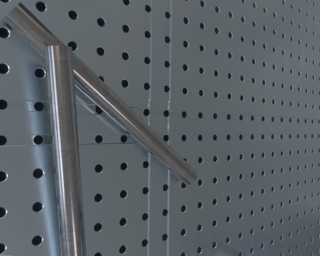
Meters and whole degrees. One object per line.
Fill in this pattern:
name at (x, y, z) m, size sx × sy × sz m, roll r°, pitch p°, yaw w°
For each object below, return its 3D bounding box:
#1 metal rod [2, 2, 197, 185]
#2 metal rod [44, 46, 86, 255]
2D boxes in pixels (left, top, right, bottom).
metal rod at (-0.048, -0.019, 0.368) m, size 0.300 × 0.025 × 0.025 m, roll 45°, pitch 63°, yaw -31°
metal rod at (-0.092, 0.070, 0.316) m, size 0.025 × 0.025 × 0.298 m, roll -9°, pitch 101°, yaw -40°
